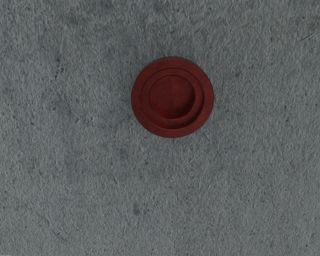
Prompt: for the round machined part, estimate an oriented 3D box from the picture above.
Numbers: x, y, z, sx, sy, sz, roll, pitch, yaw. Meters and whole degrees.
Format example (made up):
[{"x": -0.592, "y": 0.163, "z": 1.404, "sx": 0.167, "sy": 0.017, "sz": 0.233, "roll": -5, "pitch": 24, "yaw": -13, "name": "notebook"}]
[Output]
[{"x": 0.015, "y": -0.040, "z": 0.386, "sx": 0.099, "sy": 0.042, "sz": 0.097, "roll": 0, "pitch": 110, "yaw": 0, "name": "round machined part"}]
